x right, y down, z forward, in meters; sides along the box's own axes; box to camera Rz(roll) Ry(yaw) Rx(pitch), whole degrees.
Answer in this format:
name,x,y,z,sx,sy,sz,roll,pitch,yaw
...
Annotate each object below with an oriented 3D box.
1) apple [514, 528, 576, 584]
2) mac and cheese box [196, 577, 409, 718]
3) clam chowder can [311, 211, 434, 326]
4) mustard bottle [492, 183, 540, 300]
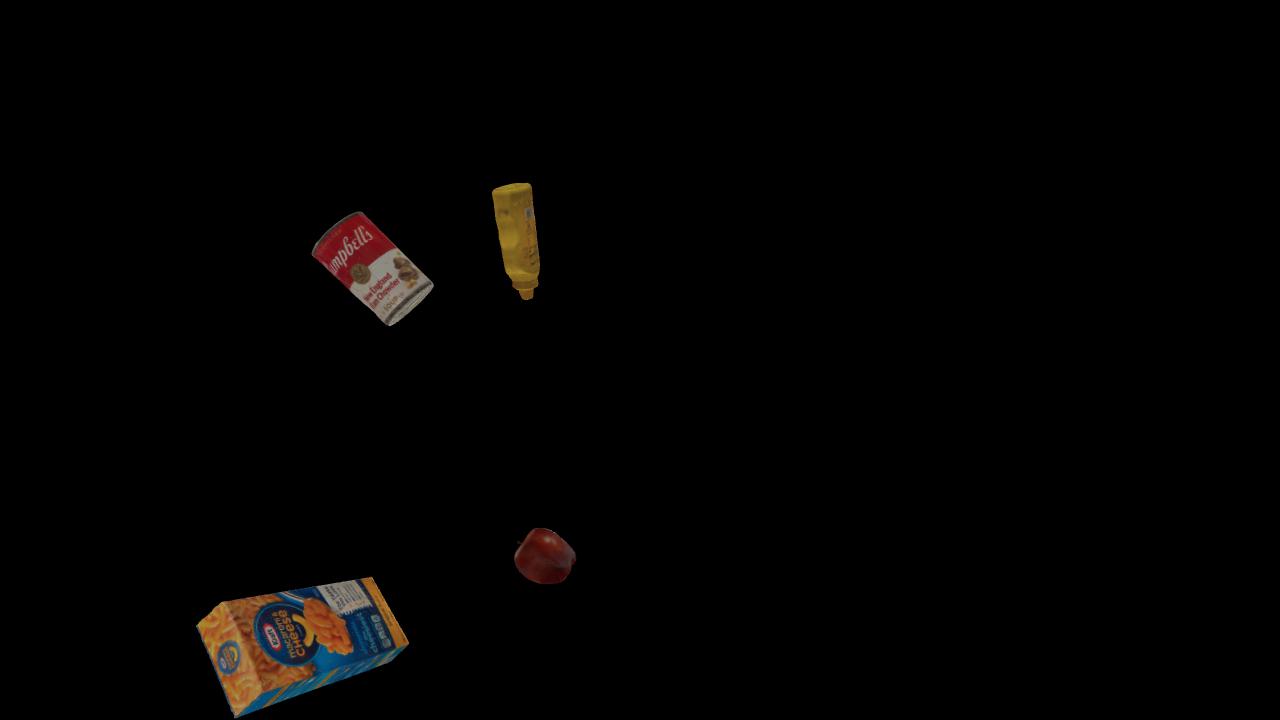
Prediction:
name,x,y,z,sx,sy,sz,roll,pitch,yaw
apple,-0.148,0.302,0.947,0.093,0.079,0.079,30,0,0
mac and cheese box,-0.320,0.271,0.605,0.041,0.093,0.184,-42,-21,6
clam chowder can,-0.276,-0.094,0.642,0.068,0.102,0.068,-42,11,10
mustard bottle,-0.192,-0.185,0.988,0.054,0.184,0.092,-1,24,7
